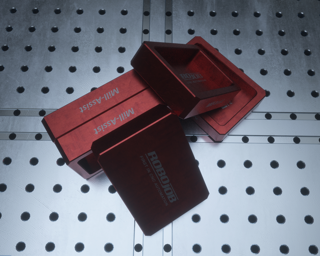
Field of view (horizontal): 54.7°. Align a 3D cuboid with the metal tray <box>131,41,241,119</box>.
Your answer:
[{"bbox_3d":[0.037,-0.062,0.375,0.090,0.030,0.131,49,32,15],"label":"metal tray"}]

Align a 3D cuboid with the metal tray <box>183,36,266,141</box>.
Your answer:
[{"bbox_3d":[0.066,-0.056,0.429,0.090,0.030,0.130,-42,76,-14],"label":"metal tray"}]

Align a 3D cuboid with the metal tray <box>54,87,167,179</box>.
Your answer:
[{"bbox_3d":[-0.049,0.008,0.372,0.131,0.090,0.030,-31,73,-11],"label":"metal tray"}]

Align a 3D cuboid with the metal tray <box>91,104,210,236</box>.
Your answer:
[{"bbox_3d":[-0.006,0.050,0.344,0.090,0.129,0.030,-31,32,-11],"label":"metal tray"}]

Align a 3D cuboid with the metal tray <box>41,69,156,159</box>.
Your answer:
[{"bbox_3d":[-0.066,-0.016,0.382,0.131,0.090,0.030,-31,73,-11],"label":"metal tray"}]
